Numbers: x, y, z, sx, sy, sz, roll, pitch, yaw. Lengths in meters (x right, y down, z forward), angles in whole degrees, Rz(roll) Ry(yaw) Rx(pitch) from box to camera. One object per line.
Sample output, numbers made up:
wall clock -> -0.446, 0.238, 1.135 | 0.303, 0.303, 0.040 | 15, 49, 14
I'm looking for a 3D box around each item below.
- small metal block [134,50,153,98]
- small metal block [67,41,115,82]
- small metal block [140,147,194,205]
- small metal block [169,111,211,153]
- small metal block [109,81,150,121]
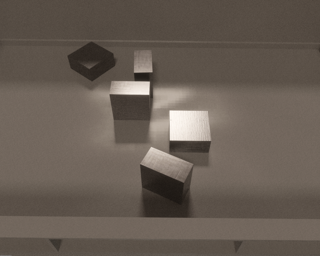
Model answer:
small metal block -> -0.024, -0.079, 0.455 | 0.025, 0.050, 0.050 | -2, 50, -2
small metal block -> -0.109, -0.107, 0.494 | 0.050, 0.025, 0.050 | 32, 57, 24
small metal block -> 0.007, 0.054, 0.344 | 0.050, 0.050, 0.025 | 21, 53, 16
small metal block -> 0.038, 0.004, 0.402 | 0.050, 0.025, 0.050 | 1, 50, 0
small metal block -> -0.039, -0.036, 0.419 | 0.050, 0.050, 0.025 | 1, 50, 0
